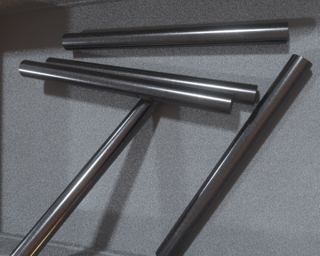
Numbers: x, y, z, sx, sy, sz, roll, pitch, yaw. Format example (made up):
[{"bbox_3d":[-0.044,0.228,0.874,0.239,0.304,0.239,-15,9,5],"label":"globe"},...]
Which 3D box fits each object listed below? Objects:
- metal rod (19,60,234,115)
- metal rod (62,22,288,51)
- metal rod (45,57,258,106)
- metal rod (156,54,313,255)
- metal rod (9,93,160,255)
[{"bbox_3d":[-0.057,-0.057,0.406,0.301,0.025,0.025,12,94,18],"label":"metal rod"},{"bbox_3d":[0.005,-0.118,0.407,0.301,0.025,0.025,3,91,19],"label":"metal rod"},{"bbox_3d":[-0.025,-0.067,0.418,0.301,0.025,0.025,11,94,19],"label":"metal rod"},{"bbox_3d":[0.084,0.046,0.380,0.025,0.025,0.299,35,101,16],"label":"metal rod"},{"bbox_3d":[-0.100,0.075,0.378,0.025,0.025,0.300,34,75,16],"label":"metal rod"}]
